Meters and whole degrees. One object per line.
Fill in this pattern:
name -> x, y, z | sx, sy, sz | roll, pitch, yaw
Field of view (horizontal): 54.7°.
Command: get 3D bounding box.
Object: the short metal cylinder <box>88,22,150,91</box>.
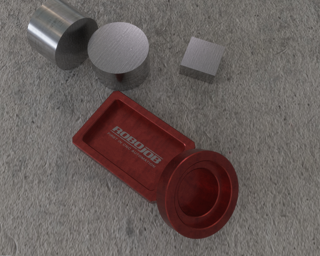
short metal cylinder -> -0.055, -0.098, 0.430 | 0.081, 0.050, 0.080 | 0, 70, 0

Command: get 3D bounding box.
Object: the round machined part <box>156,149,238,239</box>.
round machined part -> 0.039, 0.072, 0.357 | 0.099, 0.042, 0.097 | -2, 94, -28

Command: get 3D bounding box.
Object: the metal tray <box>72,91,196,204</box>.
metal tray -> -0.033, 0.023, 0.396 | 0.130, 0.030, 0.090 | 35, 73, 11

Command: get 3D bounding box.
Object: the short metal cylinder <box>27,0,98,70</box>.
short metal cylinder -> -0.131, -0.127, 0.424 | 0.050, 0.080, 0.080 | 36, 74, 12

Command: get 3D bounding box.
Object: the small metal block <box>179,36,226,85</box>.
small metal block -> 0.060, -0.097, 0.444 | 0.050, 0.025, 0.050 | 20, 71, 7
